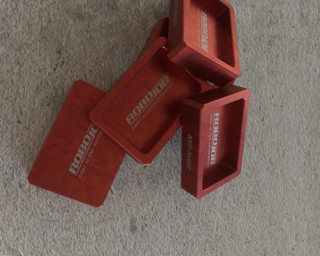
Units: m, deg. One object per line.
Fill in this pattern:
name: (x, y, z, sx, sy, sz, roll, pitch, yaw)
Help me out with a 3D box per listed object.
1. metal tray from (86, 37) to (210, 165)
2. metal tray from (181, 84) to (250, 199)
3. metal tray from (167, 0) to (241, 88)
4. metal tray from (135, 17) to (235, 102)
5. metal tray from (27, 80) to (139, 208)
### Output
metal tray: (-0.011, -0.032, 0.372, 0.090, 0.030, 0.130, 43, 76, -15)
metal tray: (0.070, 0.017, 0.398, 0.091, 0.030, 0.129, -21, 122, -35)
metal tray: (0.056, -0.125, 0.393, 0.091, 0.030, 0.130, 22, 55, -29)
metal tray: (0.036, -0.076, 0.422, 0.131, 0.030, 0.090, 28, 81, -18)
metal tray: (-0.088, 0.019, 0.375, 0.090, 0.030, 0.130, 26, 81, -19)
